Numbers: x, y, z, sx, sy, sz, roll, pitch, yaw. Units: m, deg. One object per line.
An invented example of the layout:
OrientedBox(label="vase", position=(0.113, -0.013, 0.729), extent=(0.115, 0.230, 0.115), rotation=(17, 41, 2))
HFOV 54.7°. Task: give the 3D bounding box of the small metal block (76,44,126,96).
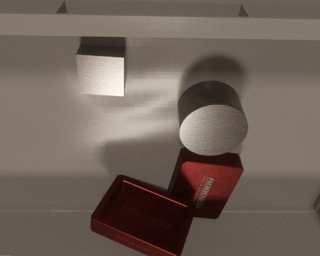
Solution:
OrientedBox(label="small metal block", position=(-0.065, -0.065, 0.353), extent=(0.050, 0.025, 0.050), rotation=(3, 130, -3))

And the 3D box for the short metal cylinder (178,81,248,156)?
OrientedBox(label="short metal cylinder", position=(0.063, -0.011, 0.384), extent=(0.081, 0.050, 0.079), rotation=(0, 130, 0))

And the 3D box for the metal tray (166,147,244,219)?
OrientedBox(label="metal tray", position=(0.064, 0.090, 0.484), extent=(0.091, 0.030, 0.129), rotation=(8, 130, -7))

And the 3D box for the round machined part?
OrientedBox(label="round machined part", position=(0.077, 0.199, 0.537), extent=(0.099, 0.098, 0.042), rotation=(-5, 115, 3))

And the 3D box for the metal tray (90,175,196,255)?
OrientedBox(label="metal tray", position=(-0.022, 0.130, 0.450), extent=(0.131, 0.090, 0.030), rotation=(21, 130, 8))
